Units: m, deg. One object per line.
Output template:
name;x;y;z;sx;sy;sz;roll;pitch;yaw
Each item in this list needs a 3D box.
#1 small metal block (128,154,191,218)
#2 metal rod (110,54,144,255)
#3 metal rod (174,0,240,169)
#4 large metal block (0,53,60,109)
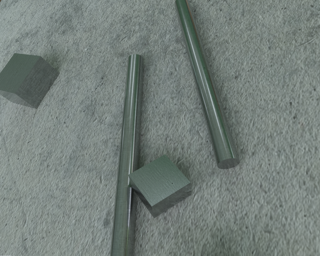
small metal block;0.000;0.065;0.352;0.050;0.025;0.050;-28;48;-20
metal rod;-0.040;0.021;0.410;0.025;0.025;0.299;-12;56;21
metal rod;0.056;-0.083;0.424;0.025;0.025;0.299;-20;54;16
large metal block;-0.247;-0.087;0.568;0.080;0.050;0.080;13;69;33
